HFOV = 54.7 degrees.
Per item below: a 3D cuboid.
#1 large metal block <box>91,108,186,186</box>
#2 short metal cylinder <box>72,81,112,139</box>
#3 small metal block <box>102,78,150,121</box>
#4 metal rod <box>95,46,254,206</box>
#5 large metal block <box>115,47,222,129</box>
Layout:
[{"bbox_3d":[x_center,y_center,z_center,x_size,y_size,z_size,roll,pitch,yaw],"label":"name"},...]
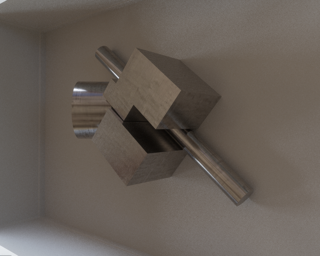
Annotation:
[{"bbox_3d":[-0.024,0.021,0.388,0.080,0.081,0.050,47,118,29],"label":"large metal block"},{"bbox_3d":[-0.086,-0.025,0.430,0.050,0.080,0.079,1,91,0],"label":"short metal cylinder"},{"bbox_3d":[-0.034,-0.034,0.385,0.050,0.050,0.025,48,119,29],"label":"small metal block"},{"bbox_3d":[0.001,-0.020,0.403,0.300,0.025,0.025,47,118,29],"label":"metal rod"},{"bbox_3d":[0.010,-0.044,0.360,0.080,0.081,0.050,48,118,29],"label":"large metal block"}]
